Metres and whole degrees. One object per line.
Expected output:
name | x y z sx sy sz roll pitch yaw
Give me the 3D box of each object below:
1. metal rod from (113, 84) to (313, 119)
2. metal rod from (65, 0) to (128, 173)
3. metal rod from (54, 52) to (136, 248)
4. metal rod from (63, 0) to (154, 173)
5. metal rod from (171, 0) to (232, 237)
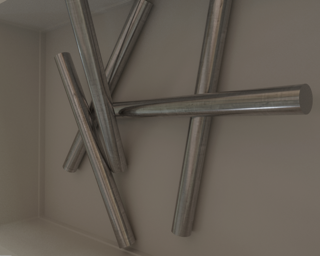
metal rod | 0.018 -0.024 0.360 0.300 0.025 0.025 1 91 48
metal rod | -0.082 -0.072 0.389 0.025 0.025 0.298 14 125 39
metal rod | -0.098 0.028 0.460 0.025 0.025 0.299 -26 82 37
metal rod | -0.087 -0.053 0.476 0.025 0.025 0.298 43 115 31
metal rod | 0.049 -0.017 0.364 0.025 0.025 0.298 15 99 39
